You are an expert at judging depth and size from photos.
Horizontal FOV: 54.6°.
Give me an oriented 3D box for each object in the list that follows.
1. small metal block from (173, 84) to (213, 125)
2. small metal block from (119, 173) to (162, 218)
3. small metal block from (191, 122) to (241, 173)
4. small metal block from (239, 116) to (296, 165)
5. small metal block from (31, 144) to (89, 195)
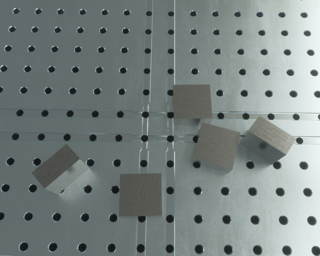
[{"bbox_3d":[0.043,-0.031,0.424,0.050,0.025,0.050,-1,70,0],"label":"small metal block"},{"bbox_3d":[-0.023,0.083,0.381,0.050,0.025,0.050,-1,70,-1],"label":"small metal block"},{"bbox_3d":[0.072,0.026,0.403,0.050,0.025,0.050,15,71,5],"label":"small metal block"},{"bbox_3d":[0.135,0.017,0.393,0.050,0.050,0.025,34,74,11],"label":"small metal block"},{"bbox_3d":[-0.119,0.052,0.379,0.050,0.050,0.025,-42,75,-14],"label":"small metal block"}]
